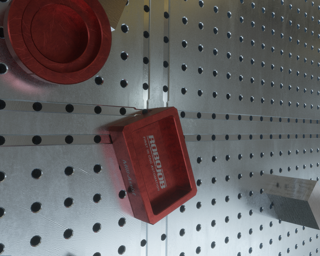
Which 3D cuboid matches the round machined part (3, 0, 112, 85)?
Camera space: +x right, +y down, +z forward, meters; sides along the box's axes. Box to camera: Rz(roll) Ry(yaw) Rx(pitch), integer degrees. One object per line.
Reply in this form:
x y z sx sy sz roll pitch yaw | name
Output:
-0.102 -0.092 0.308 0.099 0.042 0.097 -6 101 -36 | round machined part

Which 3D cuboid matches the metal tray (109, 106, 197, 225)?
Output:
-0.004 0.046 0.404 0.091 0.030 0.129 -24 106 -38 | metal tray

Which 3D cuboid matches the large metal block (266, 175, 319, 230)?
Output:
0.267 0.143 0.602 0.050 0.080 0.080 -47 118 -30 | large metal block

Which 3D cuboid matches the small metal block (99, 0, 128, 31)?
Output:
-0.069 -0.144 0.353 0.050 0.025 0.050 30 71 -36 | small metal block
